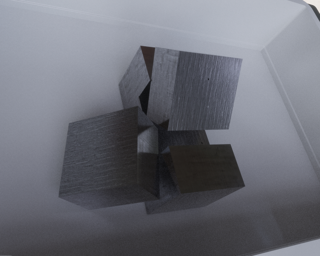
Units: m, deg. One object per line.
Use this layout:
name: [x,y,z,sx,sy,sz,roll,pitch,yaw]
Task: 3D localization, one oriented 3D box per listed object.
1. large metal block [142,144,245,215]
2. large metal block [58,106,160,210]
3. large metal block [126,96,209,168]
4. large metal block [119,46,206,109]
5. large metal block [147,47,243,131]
large metal block: [0.033,0.058,0.351,0.081,0.080,0.050,0,62,-29]
large metal block: [-0.048,0.032,0.313,0.050,0.080,0.080,51,32,-54]
large metal block: [0.009,0.008,0.391,0.081,0.050,0.080,-1,62,-29]
large metal block: [0.001,-0.057,0.404,0.081,0.080,0.050,-1,63,-29]
large metal block: [0.037,-0.043,0.344,0.081,0.079,0.050,-1,17,-29]
